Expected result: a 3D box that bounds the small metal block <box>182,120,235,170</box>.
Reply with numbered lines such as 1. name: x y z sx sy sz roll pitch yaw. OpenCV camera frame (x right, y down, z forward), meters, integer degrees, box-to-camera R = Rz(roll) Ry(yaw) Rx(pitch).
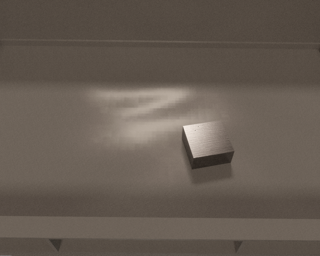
1. small metal block: 0.059 0.020 0.389 0.050 0.025 0.050 -9 51 -8
